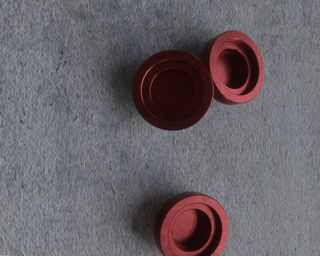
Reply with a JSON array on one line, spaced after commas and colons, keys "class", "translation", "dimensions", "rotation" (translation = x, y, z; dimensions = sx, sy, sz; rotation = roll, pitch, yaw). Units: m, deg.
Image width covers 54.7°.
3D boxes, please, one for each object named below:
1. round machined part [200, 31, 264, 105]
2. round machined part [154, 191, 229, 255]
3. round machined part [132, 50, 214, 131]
[{"class": "round machined part", "translation": [0.094, -0.080, 0.428], "dimensions": [0.099, 0.042, 0.097], "rotation": [2, 86, -30]}, {"class": "round machined part", "translation": [0.038, 0.133, 0.414], "dimensions": [0.099, 0.042, 0.097], "rotation": [0, 90, -20]}, {"class": "round machined part", "translation": [0.016, -0.047, 0.394], "dimensions": [0.099, 0.042, 0.097], "rotation": [0, 95, 1]}]
